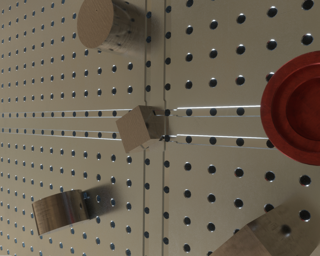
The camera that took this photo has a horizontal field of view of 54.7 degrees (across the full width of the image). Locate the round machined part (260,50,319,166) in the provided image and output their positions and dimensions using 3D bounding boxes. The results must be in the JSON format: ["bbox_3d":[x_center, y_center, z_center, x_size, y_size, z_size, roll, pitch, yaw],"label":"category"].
[{"bbox_3d":[0.146,-0.017,0.277,0.098,0.042,0.097,0,90,39],"label":"round machined part"}]

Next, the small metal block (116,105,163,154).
[{"bbox_3d":[-0.030,0.002,0.432,0.050,0.025,0.050,-31,71,35],"label":"small metal block"}]

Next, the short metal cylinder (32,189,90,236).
[{"bbox_3d":[-0.160,0.137,0.503,0.080,0.081,0.050,-30,71,35],"label":"short metal cylinder"}]

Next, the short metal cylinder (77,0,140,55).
[{"bbox_3d":[-0.076,-0.152,0.454,0.080,0.050,0.079,0,90,39],"label":"short metal cylinder"}]

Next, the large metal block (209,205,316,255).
[{"bbox_3d":[0.090,0.126,0.298,0.050,0.081,0.080,52,120,27],"label":"large metal block"}]
